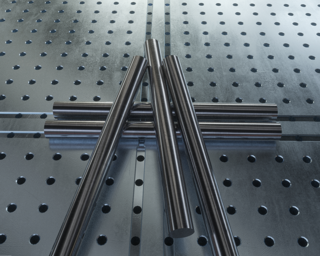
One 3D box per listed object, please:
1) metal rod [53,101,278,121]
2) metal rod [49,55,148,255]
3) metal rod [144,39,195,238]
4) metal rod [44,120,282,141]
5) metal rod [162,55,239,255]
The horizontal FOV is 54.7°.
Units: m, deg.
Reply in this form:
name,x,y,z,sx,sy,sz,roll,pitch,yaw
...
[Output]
name,x,y,z,sx,sy,sz,roll,pitch,yaw
metal rod,0.007,-0.023,0.428,0.302,0.025,0.025,1,50,0
metal rod,-0.065,0.029,0.359,0.025,0.025,0.300,11,58,9
metal rod,0.004,-0.015,0.388,0.025,0.025,0.300,-5,50,-4
metal rod,0.004,0.003,0.405,0.302,0.025,0.025,1,50,0
metal rod,0.043,0.030,0.359,0.025,0.025,0.299,-8,58,-7
